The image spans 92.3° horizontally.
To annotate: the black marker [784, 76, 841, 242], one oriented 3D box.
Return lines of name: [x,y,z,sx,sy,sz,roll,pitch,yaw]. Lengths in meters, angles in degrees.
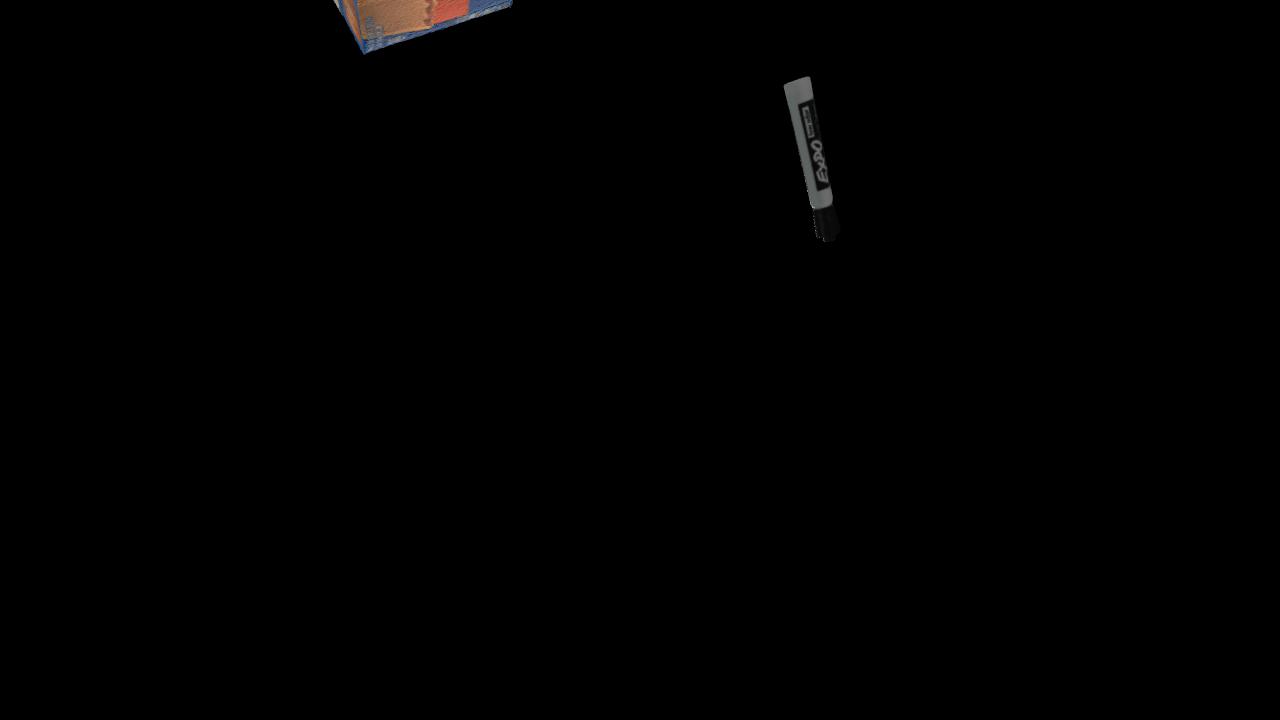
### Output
black marker: [0.130,-0.146,0.461,0.020,0.121,0.020,-17,23,7]

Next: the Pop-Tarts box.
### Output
Pop-Tarts box: [-0.159,-0.319,0.447,0.141,0.083,0.167,-30,10,-19]
